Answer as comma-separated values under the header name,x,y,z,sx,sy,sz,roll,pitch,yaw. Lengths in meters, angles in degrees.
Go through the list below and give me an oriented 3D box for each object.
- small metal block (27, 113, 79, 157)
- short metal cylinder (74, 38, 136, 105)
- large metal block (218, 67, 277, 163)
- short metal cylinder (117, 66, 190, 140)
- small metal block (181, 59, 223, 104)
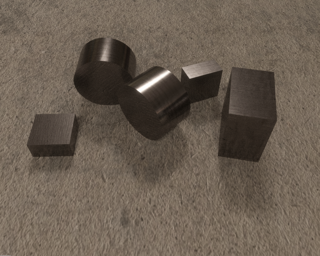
name,x,y,z,sx,sy,sz,roll,pitch,yaw
small metal block,-0.134,0.009,0.394,0.050,0.025,0.050,-1,50,-2
short metal cylinder,-0.075,-0.077,0.432,0.081,0.080,0.050,0,50,0
large metal block,0.106,-0.016,0.383,0.050,0.080,0.080,9,51,7
short metal cylinder,-0.008,-0.031,0.394,0.080,0.080,0.050,37,59,27
small metal block,0.058,-0.065,0.443,0.050,0.050,0.025,-17,52,-14
